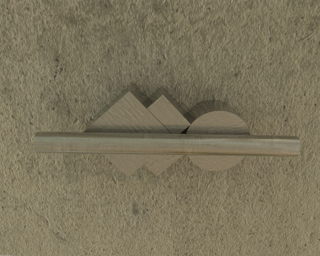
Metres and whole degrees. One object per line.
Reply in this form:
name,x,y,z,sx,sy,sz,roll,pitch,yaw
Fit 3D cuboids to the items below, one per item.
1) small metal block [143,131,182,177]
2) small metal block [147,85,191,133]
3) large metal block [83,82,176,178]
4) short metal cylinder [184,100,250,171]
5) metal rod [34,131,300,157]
small metal block,0.006,0.029,0.409,0.050,0.050,0.025,-40,106,13
small metal block,0.011,-0.022,0.390,0.025,0.050,0.050,-41,106,13
large metal block,-0.038,0.002,0.396,0.080,0.050,0.080,-40,106,13
short metal cylinder,0.070,0.008,0.401,0.081,0.050,0.079,0,110,0
metal rod,0.009,0.019,0.363,0.302,0.025,0.025,1,110,-1
